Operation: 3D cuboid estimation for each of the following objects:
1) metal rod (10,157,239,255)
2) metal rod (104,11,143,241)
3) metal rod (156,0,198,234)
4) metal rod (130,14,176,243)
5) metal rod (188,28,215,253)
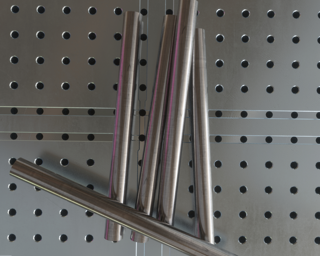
[{"bbox_3d":[-0.042,0.110,0.386,0.301,0.025,0.025,24,90,-1],"label":"metal rod"},{"bbox_3d":[-0.049,-0.003,0.412,0.025,0.025,0.298,5,90,-1],"label":"metal rod"},{"bbox_3d":[0.021,-0.011,0.402,0.025,0.025,0.298,6,95,-1],"label":"metal rod"},{"bbox_3d":[-0.005,0.001,0.413,0.025,0.025,0.298,9,90,-1],"label":"metal rod"},{"bbox_3d":[0.054,0.020,0.414,0.025,0.025,0.298,-3,90,-1],"label":"metal rod"}]
